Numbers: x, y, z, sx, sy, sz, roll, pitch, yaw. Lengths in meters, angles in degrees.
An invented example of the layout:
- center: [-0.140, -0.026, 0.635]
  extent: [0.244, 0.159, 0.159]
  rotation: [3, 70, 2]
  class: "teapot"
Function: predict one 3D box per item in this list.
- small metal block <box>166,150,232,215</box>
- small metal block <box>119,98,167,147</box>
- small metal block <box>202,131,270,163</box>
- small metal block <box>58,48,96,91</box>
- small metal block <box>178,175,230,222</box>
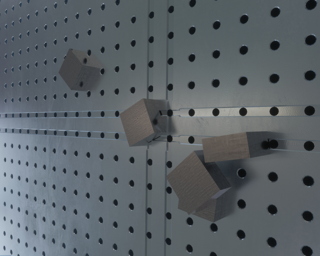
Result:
- center: [0.042, 0.059, 0.343]
  extent: [0.050, 0.025, 0.050]
  rotation: [-47, 62, 29]
  class: "small metal block"
- center: [-0.025, -0.007, 0.431]
  extent: [0.050, 0.025, 0.050]
  rotation: [-30, 71, 36]
  class: "small metal block"
- center: [0.080, 0.020, 0.327]
  extent: [0.050, 0.050, 0.025]
  rotation: [-12, 83, 39]
  class: "small metal block"
- center: [-0.142, -0.099, 0.529]
  extent: [0.050, 0.025, 0.050]
  rotation: [49, 119, 29]
  class: "small metal block"
- center: [0.051, 0.077, 0.368]
  extent: [0.050, 0.025, 0.050]
  rotation: [11, 97, 39]
  class: "small metal block"
